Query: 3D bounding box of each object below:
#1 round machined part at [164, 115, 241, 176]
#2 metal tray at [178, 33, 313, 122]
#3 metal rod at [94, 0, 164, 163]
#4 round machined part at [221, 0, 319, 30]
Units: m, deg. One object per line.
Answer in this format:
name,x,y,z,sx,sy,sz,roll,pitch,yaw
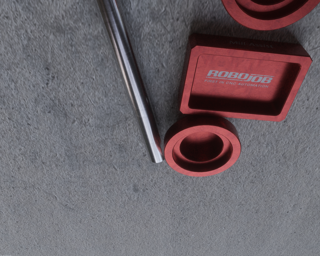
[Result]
round machined part,0.054,0.018,0.411,0.099,0.042,0.097,0,132,0
metal tray,0.092,-0.055,0.358,0.131,0.030,0.089,5,130,-5
metal rod,-0.035,-0.070,0.346,0.025,0.025,0.298,-10,130,8
round machined part,0.099,-0.142,0.277,0.099,0.042,0.097,-1,130,0
